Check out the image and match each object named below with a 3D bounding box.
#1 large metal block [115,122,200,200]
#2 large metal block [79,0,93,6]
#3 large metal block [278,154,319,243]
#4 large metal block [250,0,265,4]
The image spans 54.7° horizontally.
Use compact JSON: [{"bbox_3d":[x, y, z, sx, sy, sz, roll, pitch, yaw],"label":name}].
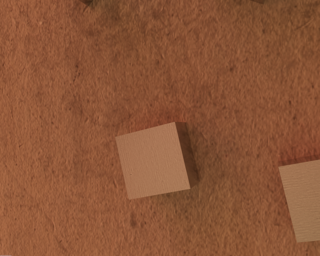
[{"bbox_3d":[-0.002,0.040,0.396,0.080,0.050,0.080,-14,85,19],"label":"large metal block"},{"bbox_3d":[-0.130,-0.226,0.424,0.050,0.080,0.080,-46,76,14],"label":"large metal block"},{"bbox_3d":[0.178,0.070,0.333,0.080,0.050,0.080,-14,86,19],"label":"large metal block"},{"bbox_3d":[0.098,-0.203,0.361,0.080,0.050,0.080,25,98,18],"label":"large metal block"}]
